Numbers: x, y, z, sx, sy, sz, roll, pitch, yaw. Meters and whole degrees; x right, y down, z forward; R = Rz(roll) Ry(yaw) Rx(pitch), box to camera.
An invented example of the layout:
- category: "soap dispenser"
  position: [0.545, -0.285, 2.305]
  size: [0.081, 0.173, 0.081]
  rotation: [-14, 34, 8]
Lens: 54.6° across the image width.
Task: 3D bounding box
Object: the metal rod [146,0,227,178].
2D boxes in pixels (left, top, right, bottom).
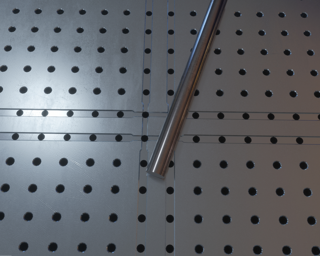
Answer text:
- category: "metal rod"
  position: [0.044, -0.074, 0.438]
  size: [0.025, 0.025, 0.300]
  rotation: [19, 71, 7]
